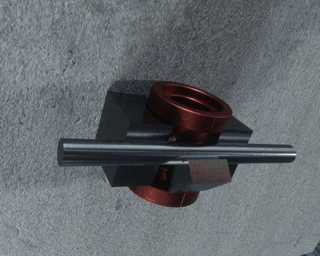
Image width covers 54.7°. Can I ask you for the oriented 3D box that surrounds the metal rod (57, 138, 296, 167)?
[{"bbox_3d":[0.044,0.028,0.346,0.302,0.025,0.025,3,117,-30],"label":"metal rod"}]

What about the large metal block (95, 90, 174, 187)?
[{"bbox_3d":[-0.035,0.011,0.360,0.050,0.080,0.079,4,116,-31],"label":"large metal block"}]

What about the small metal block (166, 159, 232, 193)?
[{"bbox_3d":[0.042,0.054,0.343,0.050,0.025,0.050,2,158,-28],"label":"small metal block"}]

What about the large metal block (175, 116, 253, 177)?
[{"bbox_3d":[0.067,0.018,0.421,0.050,0.080,0.079,4,117,-30],"label":"large metal block"}]

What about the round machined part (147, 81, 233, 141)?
[{"bbox_3d":[0.032,-0.017,0.368,0.099,0.098,0.042,4,118,-30],"label":"round machined part"}]

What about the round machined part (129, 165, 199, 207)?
[{"bbox_3d":[0.008,0.056,0.400,0.099,0.098,0.042,4,111,-31],"label":"round machined part"}]
